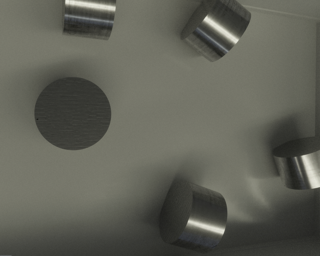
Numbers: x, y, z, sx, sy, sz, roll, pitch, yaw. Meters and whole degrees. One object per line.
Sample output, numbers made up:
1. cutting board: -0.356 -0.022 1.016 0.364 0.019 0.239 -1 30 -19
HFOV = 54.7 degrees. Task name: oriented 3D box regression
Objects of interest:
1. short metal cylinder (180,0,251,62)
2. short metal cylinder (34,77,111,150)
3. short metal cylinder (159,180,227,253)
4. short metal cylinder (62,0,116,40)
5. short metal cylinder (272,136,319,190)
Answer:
1. short metal cylinder: 0.072 -0.135 0.407 0.050 0.080 0.080 33 79 -17
2. short metal cylinder: -0.102 -0.016 0.360 0.081 0.050 0.080 0 90 -20
3. short metal cylinder: 0.041 0.113 0.396 0.050 0.080 0.080 23 82 -19
4. short metal cylinder: -0.082 -0.143 0.351 0.050 0.080 0.080 2 90 -20
5. short metal cylinder: 0.216 0.051 0.461 0.081 0.080 0.050 -23 98 -19
